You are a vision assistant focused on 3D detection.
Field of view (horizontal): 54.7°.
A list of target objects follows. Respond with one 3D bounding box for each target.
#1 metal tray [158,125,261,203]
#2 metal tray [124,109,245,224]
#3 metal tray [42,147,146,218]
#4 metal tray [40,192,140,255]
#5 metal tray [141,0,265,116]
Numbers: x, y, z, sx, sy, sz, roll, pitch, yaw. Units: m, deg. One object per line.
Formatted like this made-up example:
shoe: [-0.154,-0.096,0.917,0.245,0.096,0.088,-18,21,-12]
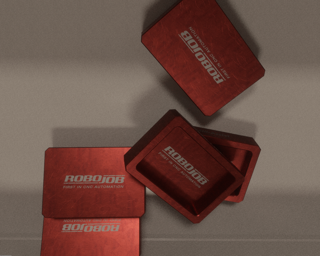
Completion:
metal tray: [0.060,0.048,0.427,0.131,0.030,0.089,11,110,-5]
metal tray: [0.031,0.051,0.387,0.090,0.030,0.130,-45,111,7]
metal tray: [-0.085,0.071,0.412,0.131,0.030,0.090,0,81,-1]
metal tray: [-0.092,0.135,0.431,0.131,0.030,0.090,-1,73,0]
metal tray: [0.051,-0.089,0.371,0.090,0.030,0.130,-38,111,13]
